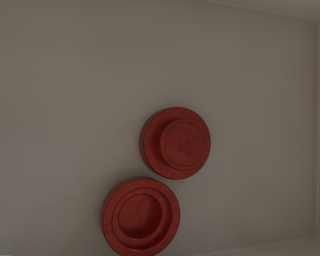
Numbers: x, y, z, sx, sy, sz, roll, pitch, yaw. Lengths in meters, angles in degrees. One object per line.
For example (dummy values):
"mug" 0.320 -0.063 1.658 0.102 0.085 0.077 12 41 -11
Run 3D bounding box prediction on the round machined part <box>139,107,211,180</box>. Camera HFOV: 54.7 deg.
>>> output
"round machined part" 0.025 0.021 0.412 0.099 0.042 0.097 0 90 -21

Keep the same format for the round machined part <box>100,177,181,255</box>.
"round machined part" -0.027 0.110 0.393 0.099 0.042 0.097 0 90 -21
